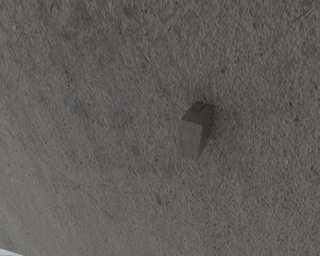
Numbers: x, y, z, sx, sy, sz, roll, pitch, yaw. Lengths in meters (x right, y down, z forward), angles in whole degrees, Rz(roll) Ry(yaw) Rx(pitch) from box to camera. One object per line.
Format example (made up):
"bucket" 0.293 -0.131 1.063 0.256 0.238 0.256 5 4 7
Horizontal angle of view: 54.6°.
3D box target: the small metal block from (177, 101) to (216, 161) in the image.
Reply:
"small metal block" 0.044 0.003 0.370 0.025 0.050 0.050 16 125 19
